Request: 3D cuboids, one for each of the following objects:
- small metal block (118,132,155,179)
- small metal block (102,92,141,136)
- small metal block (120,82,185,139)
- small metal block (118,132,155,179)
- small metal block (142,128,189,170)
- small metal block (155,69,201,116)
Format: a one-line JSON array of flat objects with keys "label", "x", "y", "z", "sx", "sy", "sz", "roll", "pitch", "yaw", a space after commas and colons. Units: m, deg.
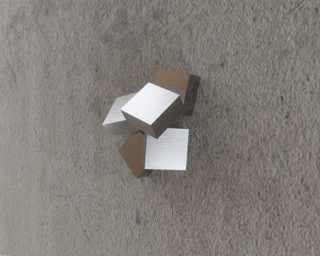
[{"label": "small metal block", "x": -0.023, "y": 0.033, "z": 0.424, "sx": 0.050, "sy": 0.025, "sz": 0.050, "roll": -52, "pitch": 60, "yaw": 27}, {"label": "small metal block", "x": -0.044, "y": -0.020, "z": 0.424, "sx": 0.050, "sy": 0.025, "sz": 0.050, "roll": -10, "pitch": 46, "yaw": 39}, {"label": "small metal block", "x": -0.008, "y": -0.021, "z": 0.361, "sx": 0.050, "sy": 0.025, "sz": 0.050, "roll": 27, "pitch": 63, "yaw": 36}, {"label": "small metal block", "x": -0.023, "y": 0.033, "z": 0.424, "sx": 0.050, "sy": 0.025, "sz": 0.050, "roll": -52, "pitch": 60, "yaw": 27}, {"label": "small metal block", "x": 0.006, "y": 0.024, "z": 0.381, "sx": 0.025, "sy": 0.050, "sz": 0.050, "roll": -164, "pitch": 78, "yaw": -77}, {"label": "small metal block", "x": 0.019, "y": -0.045, "z": 0.389, "sx": 0.050, "sy": 0.025, "sz": 0.050, "roll": 18, "pitch": 101, "yaw": 38}]
